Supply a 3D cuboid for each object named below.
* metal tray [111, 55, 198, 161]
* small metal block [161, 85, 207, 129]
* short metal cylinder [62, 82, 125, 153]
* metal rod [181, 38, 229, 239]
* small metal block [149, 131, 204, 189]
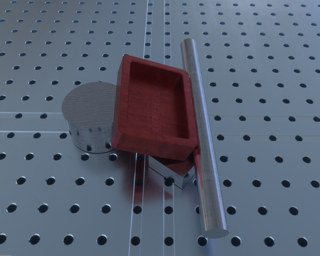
[{"bbox_3d":[-0.007,-0.028,0.376,0.091,0.030,0.130,12,48,-16],"label":"metal tray"},{"bbox_3d":[0.032,-0.030,0.434,0.050,0.025,0.050,-12,51,-10],"label":"small metal block"},{"bbox_3d":[-0.080,-0.014,0.401,0.081,0.050,0.080,0,50,0],"label":"short metal cylinder"},{"bbox_3d":[0.048,-0.015,0.388,0.025,0.025,0.300,-1,50,-1],"label":"metal rod"},{"bbox_3d":[0.022,0.037,0.376,0.050,0.025,0.050,32,57,23],"label":"small metal block"}]
